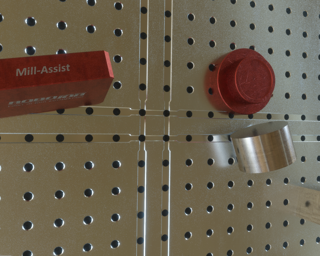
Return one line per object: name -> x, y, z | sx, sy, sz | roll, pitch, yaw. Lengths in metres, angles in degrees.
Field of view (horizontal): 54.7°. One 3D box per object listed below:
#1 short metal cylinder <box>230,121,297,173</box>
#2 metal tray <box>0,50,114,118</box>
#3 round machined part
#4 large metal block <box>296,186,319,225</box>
short metal cylinder -> 0.146, 0.026, 0.439 | 0.081, 0.080, 0.050 | -19, 97, -19
metal tray -> -0.122, -0.044, 0.330 | 0.131, 0.090, 0.030 | -10, 81, -20
round machined part -> 0.127, -0.068, 0.452 | 0.099, 0.042, 0.097 | 0, 90, -21
large metal block -> 0.279, 0.127, 0.489 | 0.081, 0.080, 0.050 | 9, 87, -20
